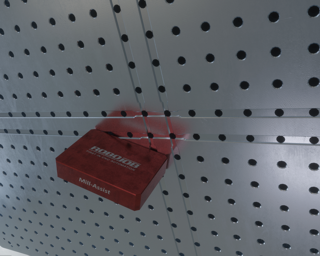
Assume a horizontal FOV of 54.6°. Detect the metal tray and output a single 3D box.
[{"bbox_3d":[-0.067,0.054,0.437,0.130,0.090,0.030,19,126,17],"label":"metal tray"}]
